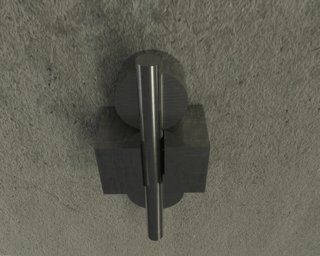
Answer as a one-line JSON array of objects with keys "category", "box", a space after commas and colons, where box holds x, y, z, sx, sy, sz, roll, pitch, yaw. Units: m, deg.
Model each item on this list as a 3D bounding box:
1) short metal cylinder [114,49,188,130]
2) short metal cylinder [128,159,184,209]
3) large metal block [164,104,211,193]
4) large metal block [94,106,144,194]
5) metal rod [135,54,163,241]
[{"category": "short metal cylinder", "box": [-0.009, -0.043, 0.356, 0.081, 0.050, 0.079, 0, 130, 0]}, {"category": "short metal cylinder", "box": [-0.006, 0.075, 0.457, 0.081, 0.050, 0.079, 0, 130, 0]}, {"category": "large metal block", "box": [0.031, 0.025, 0.394, 0.050, 0.080, 0.079, -1, 130, 0]}, {"category": "large metal block", "box": [-0.046, 0.027, 0.395, 0.050, 0.080, 0.079, -1, 130, 0]}, {"category": "metal rod", "box": [-0.009, 0.050, 0.385, 0.025, 0.025, 0.298, -1, 130, 0]}]
